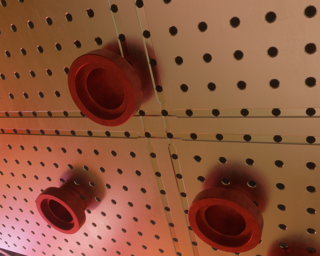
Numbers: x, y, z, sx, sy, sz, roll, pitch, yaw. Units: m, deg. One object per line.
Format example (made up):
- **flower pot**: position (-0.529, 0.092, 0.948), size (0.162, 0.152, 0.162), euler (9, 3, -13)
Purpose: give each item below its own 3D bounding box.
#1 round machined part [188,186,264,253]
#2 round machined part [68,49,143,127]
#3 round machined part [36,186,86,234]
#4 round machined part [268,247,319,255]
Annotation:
- **round machined part**: position (0.091, 0.120, 0.425), size (0.098, 0.042, 0.097), euler (13, 124, 20)
- **round machined part**: position (-0.066, -0.054, 0.400), size (0.098, 0.042, 0.097), euler (13, 124, 20)
- **round machined part**: position (-0.180, 0.150, 0.585), size (0.098, 0.042, 0.097), euler (13, 124, 20)
- **round machined part**: position (0.195, 0.218, 0.432), size (0.098, 0.042, 0.097), euler (13, 124, 20)
